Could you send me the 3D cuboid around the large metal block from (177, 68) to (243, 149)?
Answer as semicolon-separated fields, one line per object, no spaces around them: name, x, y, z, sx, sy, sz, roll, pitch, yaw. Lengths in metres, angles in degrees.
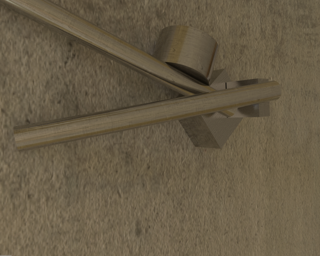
large metal block;0.072;-0.028;0.451;0.080;0.050;0.080;-48;119;-28

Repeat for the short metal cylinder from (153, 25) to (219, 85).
short metal cylinder;0.030;-0.087;0.399;0.080;0.080;0.050;26;74;-37

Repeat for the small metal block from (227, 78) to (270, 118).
small metal block;0.120;-0.040;0.424;0.025;0.050;0.050;-5;94;-40

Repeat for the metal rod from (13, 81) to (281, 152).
metal rod;0.004;-0.018;0.342;0.302;0.025;0.025;-12;98;-19

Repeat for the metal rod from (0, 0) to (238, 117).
metal rod;-0.030;-0.078;0.345;0.302;0.025;0.025;23;75;-26
